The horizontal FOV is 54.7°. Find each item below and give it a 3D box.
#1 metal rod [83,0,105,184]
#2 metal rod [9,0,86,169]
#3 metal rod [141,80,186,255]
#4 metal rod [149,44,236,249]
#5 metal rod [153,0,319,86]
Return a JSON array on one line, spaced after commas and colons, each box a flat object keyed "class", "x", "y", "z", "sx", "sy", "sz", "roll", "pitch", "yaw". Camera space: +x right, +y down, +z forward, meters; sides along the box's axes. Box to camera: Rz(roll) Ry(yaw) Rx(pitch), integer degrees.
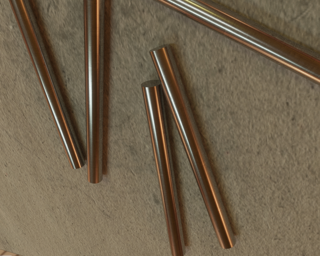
[{"class": "metal rod", "x": -0.090, "y": -0.039, "z": 0.428, "sx": 0.025, "sy": 0.025, "sz": 0.298, "roll": 19, "pitch": 126, "yaw": 16}, {"class": "metal rod", "x": -0.162, "y": -0.070, "z": 0.446, "sx": 0.025, "sy": 0.025, "sz": 0.298, "roll": 3, "pitch": 120, "yaw": 26}, {"class": "metal rod", "x": 0.010, "y": 0.076, "z": 0.447, "sx": 0.025, "sy": 0.025, "sz": 0.298, "roll": 5, "pitch": 121, "yaw": 25}, {"class": "metal rod", "x": 0.049, "y": 0.039, "z": 0.403, "sx": 0.025, "sy": 0.025, "sz": 0.298, "roll": -8, "pitch": 115, "yaw": 31}, {"class": "metal rod", "x": 0.068, "y": -0.103, "z": 0.306, "sx": 0.301, "sy": 0.025, "sz": 0.025, "roll": 30, "pitch": 128, "yaw": 8}]
